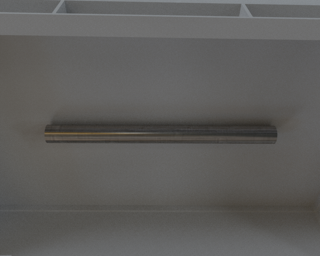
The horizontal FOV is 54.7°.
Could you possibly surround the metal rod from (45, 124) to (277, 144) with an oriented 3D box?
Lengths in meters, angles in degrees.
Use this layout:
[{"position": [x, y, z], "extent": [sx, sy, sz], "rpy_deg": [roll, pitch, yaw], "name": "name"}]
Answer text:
[{"position": [0.002, 0.008, 0.414], "extent": [0.302, 0.025, 0.025], "rpy_deg": [0, 130, -1], "name": "metal rod"}]
